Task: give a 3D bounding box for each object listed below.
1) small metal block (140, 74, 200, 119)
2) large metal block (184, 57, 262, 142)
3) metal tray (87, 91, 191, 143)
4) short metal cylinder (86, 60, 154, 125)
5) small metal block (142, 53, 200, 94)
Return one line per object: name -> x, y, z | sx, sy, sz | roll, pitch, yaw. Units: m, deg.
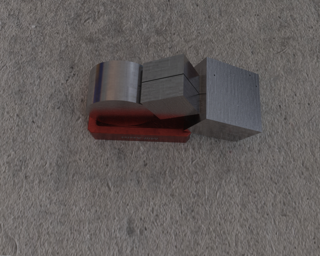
small metal block -> 0.013, -0.033, 0.352 | 0.050, 0.050, 0.025 | -8, 67, 25
large metal block -> 0.079, -0.033, 0.393 | 0.081, 0.050, 0.080 | 12, 68, -23
metal tray -> -0.024, -0.029, 0.417 | 0.131, 0.030, 0.090 | 2, 70, 0
short metal cylinder -> -0.047, -0.040, 0.381 | 0.081, 0.080, 0.050 | 1, 70, 0
small metal block -> 0.014, -0.058, 0.362 | 0.050, 0.050, 0.025 | -8, 67, 25
